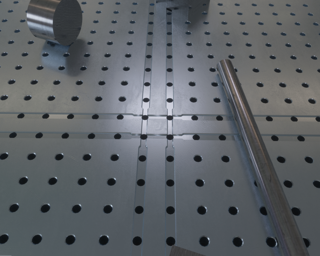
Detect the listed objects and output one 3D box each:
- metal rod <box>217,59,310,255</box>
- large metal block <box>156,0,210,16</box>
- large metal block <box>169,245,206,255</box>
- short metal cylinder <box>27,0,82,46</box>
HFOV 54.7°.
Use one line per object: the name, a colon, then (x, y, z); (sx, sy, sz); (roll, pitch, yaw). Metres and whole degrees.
metal rod: (0.118, 0.015, 0.395); (0.025, 0.025, 0.300); (-4, 50, -4)
large metal block: (0.048, -0.278, 0.626); (0.080, 0.050, 0.080); (31, 57, 23)
large metal block: (0.037, 0.157, 0.259); (0.080, 0.050, 0.080); (14, 51, 11)
short metal cylinder: (-0.177, -0.186, 0.527); (0.050, 0.080, 0.080); (19, 53, 15)
